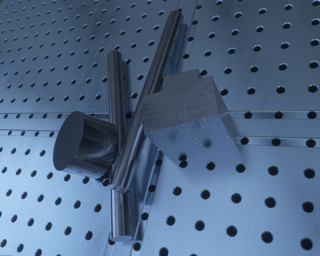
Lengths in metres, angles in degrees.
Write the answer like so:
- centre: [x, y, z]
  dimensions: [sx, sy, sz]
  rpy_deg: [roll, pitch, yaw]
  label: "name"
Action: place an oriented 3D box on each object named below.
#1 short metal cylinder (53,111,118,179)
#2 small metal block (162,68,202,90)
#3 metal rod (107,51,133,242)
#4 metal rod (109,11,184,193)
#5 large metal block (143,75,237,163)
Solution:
- centre: [-0.099, 0.023, 0.410]
  dimensions: [0.080, 0.050, 0.080]
  rpy_deg: [-27, 53, 42]
  label: "short metal cylinder"
- centre: [0.031, -0.048, 0.421]
  dimensions: [0.050, 0.025, 0.050]
  rpy_deg: [-10, 58, 22]
  label: "small metal block"
- centre: [-0.060, 0.003, 0.435]
  dimensions: [0.025, 0.025, 0.299]
  rpy_deg: [-19, 54, 17]
  label: "metal rod"
- centre: [-0.010, -0.055, 0.431]
  dimensions: [0.025, 0.025, 0.300]
  rpy_deg: [0, 57, 28]
  label: "metal rod"
- centre: [0.035, -0.006, 0.357]
  dimensions: [0.080, 0.080, 0.050]
  rpy_deg: [-16, 56, 19]
  label: "large metal block"
